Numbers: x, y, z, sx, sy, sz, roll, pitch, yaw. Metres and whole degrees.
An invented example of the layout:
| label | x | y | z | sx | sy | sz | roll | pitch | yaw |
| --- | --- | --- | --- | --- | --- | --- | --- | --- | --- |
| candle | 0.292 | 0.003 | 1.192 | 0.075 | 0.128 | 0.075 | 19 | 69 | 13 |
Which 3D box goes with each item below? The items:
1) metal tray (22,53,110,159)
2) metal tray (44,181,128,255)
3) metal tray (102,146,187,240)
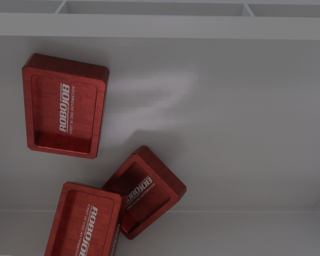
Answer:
| label | x | y | z | sx | sy | sz | roll | pitch | yaw |
| --- | --- | --- | --- | --- | --- | --- | --- | --- | --- |
| metal tray | -0.117 | -0.021 | 0.386 | 0.091 | 0.030 | 0.129 | 10 | 130 | -8 |
| metal tray | -0.106 | 0.149 | 0.439 | 0.090 | 0.129 | 0.030 | 11 | 171 | 12 |
| metal tray | -0.034 | 0.099 | 0.460 | 0.090 | 0.030 | 0.129 | 45 | 122 | 5 |
